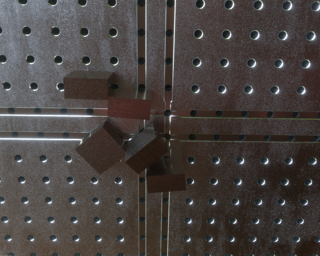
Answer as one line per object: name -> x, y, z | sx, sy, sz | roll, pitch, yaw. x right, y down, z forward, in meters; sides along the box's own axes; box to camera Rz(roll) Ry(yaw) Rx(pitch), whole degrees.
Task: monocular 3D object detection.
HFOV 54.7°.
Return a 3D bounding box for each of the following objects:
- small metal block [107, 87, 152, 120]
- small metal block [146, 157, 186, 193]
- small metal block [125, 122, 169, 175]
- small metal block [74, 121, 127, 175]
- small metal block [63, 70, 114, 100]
small metal block -> -0.036, -0.032, 0.388 | 0.050, 0.050, 0.025 | 5, 110, -3
small metal block -> 0.008, 0.063, 0.424 | 0.050, 0.050, 0.025 | -5, 110, 1
small metal block -> -0.018, 0.026, 0.408 | 0.050, 0.050, 0.025 | -39, 111, 12
small metal block -> -0.078, 0.027, 0.422 | 0.050, 0.025, 0.050 | -37, 106, 12
small metal block -> -0.085, -0.053, 0.379 | 0.050, 0.050, 0.025 | 2, 110, -1
